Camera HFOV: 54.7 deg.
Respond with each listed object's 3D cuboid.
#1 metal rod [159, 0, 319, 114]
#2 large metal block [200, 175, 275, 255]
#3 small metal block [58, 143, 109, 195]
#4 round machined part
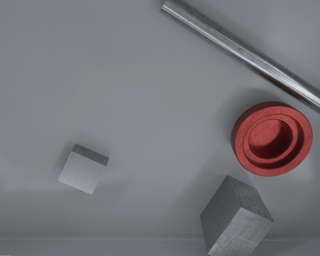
[{"bbox_3d":[0.135,-0.074,0.386,0.301,0.025,0.025,29,107,-11],"label":"metal rod"},{"bbox_3d":[0.102,0.126,0.430,0.050,0.080,0.080,26,108,-10],"label":"large metal block"},{"bbox_3d":[-0.106,0.057,0.431,0.050,0.025,0.050,26,108,-10],"label":"small metal block"},{"bbox_3d":[0.142,0.011,0.409,0.099,0.042,0.097,0,110,-1],"label":"round machined part"}]
